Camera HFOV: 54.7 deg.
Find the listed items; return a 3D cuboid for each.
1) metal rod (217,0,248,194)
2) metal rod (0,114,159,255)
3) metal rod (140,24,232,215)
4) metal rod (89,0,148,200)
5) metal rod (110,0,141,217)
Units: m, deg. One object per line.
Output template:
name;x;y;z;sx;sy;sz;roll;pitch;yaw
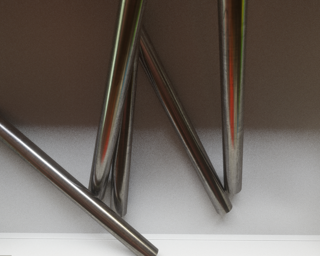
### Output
metal rod;0.080;-0.020;0.342;0.025;0.025;0.299;-10;134;3
metal rod;-0.121;0.078;0.415;0.300;0.025;0.025;42;105;-5
metal rod;0.028;-0.007;0.408;0.025;0.025;0.299;-25;108;9
metal rod;-0.056;-0.015;0.355;0.025;0.025;0.298;14;128;-5
metal rod;-0.045;-0.009;0.391;0.025;0.025;0.298;6;116;-2
